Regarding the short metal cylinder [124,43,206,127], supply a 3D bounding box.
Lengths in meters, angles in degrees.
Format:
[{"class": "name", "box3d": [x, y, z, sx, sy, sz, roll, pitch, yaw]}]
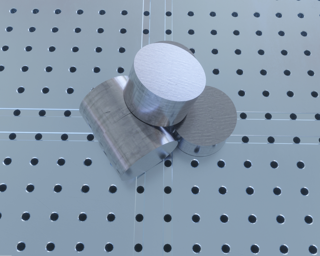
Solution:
[{"class": "short metal cylinder", "box3d": [0.004, -0.048, 0.348, 0.081, 0.050, 0.080, 10, 56, -15]}]

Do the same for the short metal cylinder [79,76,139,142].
[{"class": "short metal cylinder", "box3d": [-0.053, -0.020, 0.389, 0.080, 0.080, 0.050, -32, 74, -11]}]

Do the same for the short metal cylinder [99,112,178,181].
[{"class": "short metal cylinder", "box3d": [-0.026, 0.020, 0.375, 0.080, 0.080, 0.050, -32, 74, -11]}]

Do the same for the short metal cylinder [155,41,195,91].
[{"class": "short metal cylinder", "box3d": [0.009, -0.071, 0.423, 0.081, 0.050, 0.080, 0, 70, 0]}]

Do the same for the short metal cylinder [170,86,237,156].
[{"class": "short metal cylinder", "box3d": [0.054, -0.008, 0.401, 0.081, 0.050, 0.080, 0, 70, 0]}]
